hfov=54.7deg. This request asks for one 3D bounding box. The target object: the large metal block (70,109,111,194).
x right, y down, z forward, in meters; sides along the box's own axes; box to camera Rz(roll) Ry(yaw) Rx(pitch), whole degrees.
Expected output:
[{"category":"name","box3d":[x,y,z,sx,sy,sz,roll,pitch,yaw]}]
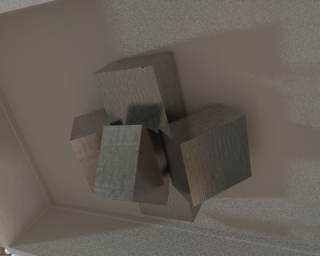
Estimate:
[{"category":"large metal block","box3d":[-0.080,0.028,0.421,0.050,0.080,0.080,-18,115,-4]}]

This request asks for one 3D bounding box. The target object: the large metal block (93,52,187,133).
[{"category":"large metal block","box3d":[-0.022,-0.041,0.374,0.080,0.050,0.080,-1,118,29]}]

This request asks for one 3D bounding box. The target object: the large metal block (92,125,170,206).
[{"category":"large metal block","box3d":[-0.027,0.046,0.363,0.050,0.080,0.080,-1,74,27]}]

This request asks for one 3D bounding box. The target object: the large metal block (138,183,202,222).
[{"category":"large metal block","box3d":[0.011,0.079,0.434,0.080,0.050,0.080,1,119,28]}]

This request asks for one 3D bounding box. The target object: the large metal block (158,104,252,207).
[{"category":"large metal block","box3d":[0.052,0.028,0.352,0.050,0.081,0.080,36,144,58]}]
